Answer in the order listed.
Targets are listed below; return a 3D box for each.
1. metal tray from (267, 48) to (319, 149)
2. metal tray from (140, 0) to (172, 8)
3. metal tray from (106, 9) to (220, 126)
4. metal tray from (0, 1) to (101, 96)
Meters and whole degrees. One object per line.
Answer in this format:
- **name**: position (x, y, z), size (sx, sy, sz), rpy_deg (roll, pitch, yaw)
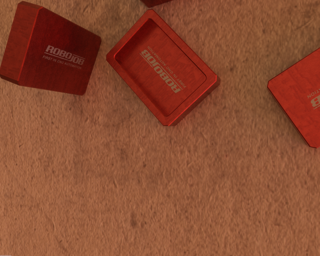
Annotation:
- **metal tray**: position (0.198, -0.048, 0.337), size (0.130, 0.030, 0.090), rpy_deg (-34, 79, 16)
- **metal tray**: position (0.029, -0.219, 0.395), size (0.130, 0.030, 0.089), rpy_deg (-10, 87, 19)
- **metal tray**: position (0.002, -0.077, 0.404), size (0.090, 0.030, 0.130), rpy_deg (-44, 77, 14)
- **metal tray**: position (-0.133, -0.094, 0.399), size (0.030, 0.130, 0.089), rpy_deg (21, 97, 18)
